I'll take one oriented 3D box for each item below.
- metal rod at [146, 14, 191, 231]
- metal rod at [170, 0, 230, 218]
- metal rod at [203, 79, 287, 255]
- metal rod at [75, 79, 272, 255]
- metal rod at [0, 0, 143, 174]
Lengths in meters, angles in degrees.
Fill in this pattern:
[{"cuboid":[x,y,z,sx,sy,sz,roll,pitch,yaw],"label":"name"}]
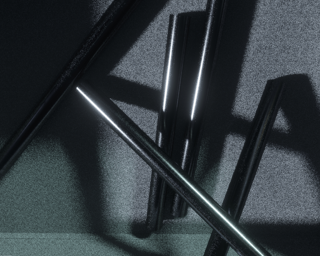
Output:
[{"cuboid":[0.008,0.007,0.413,0.025,0.025,0.298,6,110,-2],"label":"metal rod"},{"cuboid":[0.048,-0.014,0.406,0.025,0.025,0.298,7,110,-3],"label":"metal rod"},{"cuboid":[0.094,0.082,0.378,0.025,0.025,0.299,23,84,-8],"label":"metal rod"},{"cuboid":[0.010,0.049,0.365,0.300,0.025,0.025,44,106,11],"label":"metal rod"},{"cuboid":[-0.124,-0.052,0.390,0.025,0.025,0.299,39,105,-13],"label":"metal rod"}]
